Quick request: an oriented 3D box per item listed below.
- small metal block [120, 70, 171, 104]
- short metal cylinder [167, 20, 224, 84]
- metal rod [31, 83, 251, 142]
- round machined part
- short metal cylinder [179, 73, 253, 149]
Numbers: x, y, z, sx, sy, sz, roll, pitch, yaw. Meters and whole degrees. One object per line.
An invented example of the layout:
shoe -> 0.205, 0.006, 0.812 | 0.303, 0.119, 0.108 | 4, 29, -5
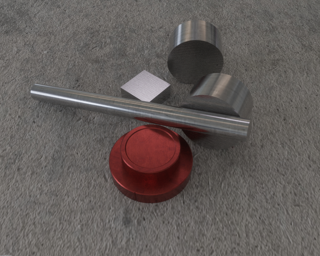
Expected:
small metal block -> -0.020, -0.051, 0.446 | 0.050, 0.025, 0.050 | 33, 57, 24
short metal cylinder -> 0.053, -0.112, 0.462 | 0.080, 0.080, 0.050 | 3, 50, 3
metal rod -> -0.041, -0.025, 0.388 | 0.301, 0.025, 0.025 | 11, 50, 23
round machined part -> -0.011, 0.034, 0.363 | 0.099, 0.042, 0.098 | 0, 50, 0
short metal cylinder -> 0.068, -0.020, 0.381 | 0.080, 0.079, 0.050 | 20, 45, 16
